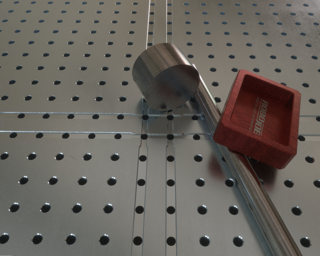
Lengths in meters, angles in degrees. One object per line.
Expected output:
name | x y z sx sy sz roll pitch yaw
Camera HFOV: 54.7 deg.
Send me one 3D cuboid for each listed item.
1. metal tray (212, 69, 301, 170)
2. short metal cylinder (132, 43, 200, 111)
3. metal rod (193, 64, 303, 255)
metal tray | 0.128 -0.017 0.398 0.090 0.030 0.130 24 46 6
short metal cylinder | 0.008 -0.070 0.431 0.081 0.080 0.050 -19 53 -15
metal rod | 0.086 0.020 0.390 0.025 0.025 0.300 -12 51 -10
